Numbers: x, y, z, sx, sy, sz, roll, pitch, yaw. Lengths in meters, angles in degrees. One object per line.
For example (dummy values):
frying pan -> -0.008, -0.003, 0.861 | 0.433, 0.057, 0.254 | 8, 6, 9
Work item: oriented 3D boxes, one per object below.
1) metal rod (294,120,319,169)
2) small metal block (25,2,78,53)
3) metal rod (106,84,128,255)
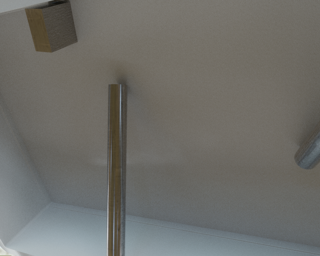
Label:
metal rod -> 0.153, -0.038, 0.217 | 0.025, 0.025, 0.299 | 21, 154, 15
small metal block -> -0.132, -0.126, 0.382 | 0.025, 0.050, 0.050 | 10, 123, 22
metal rod -> -0.058, 0.092, 0.412 | 0.025, 0.025, 0.298 | 3, 94, 26
